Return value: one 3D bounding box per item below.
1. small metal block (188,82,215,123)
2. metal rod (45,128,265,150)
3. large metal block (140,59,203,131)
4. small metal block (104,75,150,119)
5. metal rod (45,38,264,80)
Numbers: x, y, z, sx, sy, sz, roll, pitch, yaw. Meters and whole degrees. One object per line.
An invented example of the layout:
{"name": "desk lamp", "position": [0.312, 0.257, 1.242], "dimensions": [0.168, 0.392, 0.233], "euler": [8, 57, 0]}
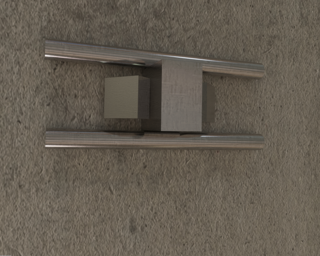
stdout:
{"name": "small metal block", "position": [0.057, -0.033, 0.418], "dimensions": [0.025, 0.050, 0.050], "euler": [0, 89, 21]}
{"name": "metal rod", "position": [0.008, 0.017, 0.414], "dimensions": [0.303, 0.025, 0.025], "euler": [2, 90, -21]}
{"name": "large metal block", "position": [0.011, -0.036, 0.388], "dimensions": [0.050, 0.080, 0.079], "euler": [1, 90, -20]}
{"name": "small metal block", "position": [-0.041, -0.036, 0.381], "dimensions": [0.025, 0.050, 0.050], "euler": [1, 90, -60]}
{"name": "metal rod", "position": [0.008, -0.089, 0.414], "dimensions": [0.303, 0.025, 0.025], "euler": [1, 90, -21]}
